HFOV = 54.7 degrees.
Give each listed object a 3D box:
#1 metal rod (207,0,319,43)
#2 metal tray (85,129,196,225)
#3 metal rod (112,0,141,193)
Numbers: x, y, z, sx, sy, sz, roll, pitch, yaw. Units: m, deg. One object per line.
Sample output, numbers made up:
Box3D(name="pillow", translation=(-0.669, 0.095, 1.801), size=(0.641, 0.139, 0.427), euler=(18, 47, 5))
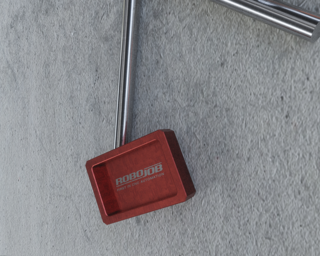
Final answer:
Box3D(name="metal rod", translation=(0.047, -0.169, 0.364), size=(0.300, 0.025, 0.025), euler=(39, 113, 33))
Box3D(name="metal tray", translation=(-0.029, 0.065, 0.402), size=(0.130, 0.030, 0.090), euler=(-24, 80, 26))
Box3D(name="metal rod", translation=(-0.049, -0.054, 0.442), size=(0.025, 0.025, 0.298), euler=(7, 95, 39))
